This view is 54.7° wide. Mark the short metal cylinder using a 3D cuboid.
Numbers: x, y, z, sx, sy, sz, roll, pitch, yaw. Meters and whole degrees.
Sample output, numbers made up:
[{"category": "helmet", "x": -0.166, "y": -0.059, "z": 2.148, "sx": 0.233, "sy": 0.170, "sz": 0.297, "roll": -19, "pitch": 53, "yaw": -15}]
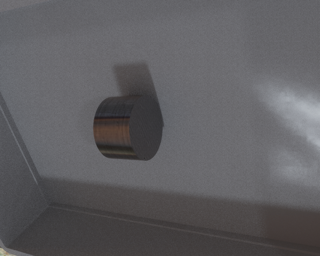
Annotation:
[{"category": "short metal cylinder", "x": -0.038, "y": 0.000, "z": 0.388, "sx": 0.050, "sy": 0.080, "sz": 0.080, "roll": 0, "pitch": 119, "yaw": 28}]
